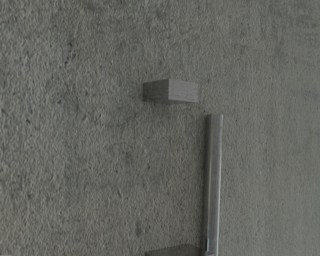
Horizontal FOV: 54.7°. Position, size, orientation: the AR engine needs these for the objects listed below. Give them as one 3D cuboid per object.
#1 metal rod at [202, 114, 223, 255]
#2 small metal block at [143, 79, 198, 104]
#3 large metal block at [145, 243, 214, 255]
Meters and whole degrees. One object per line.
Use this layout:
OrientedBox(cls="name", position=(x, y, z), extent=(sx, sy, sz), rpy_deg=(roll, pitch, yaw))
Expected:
OrientedBox(cls="metal rod", position=(0.078, 0.129, 0.473), extent=(0.025, 0.025, 0.298), rpy_deg=(4, 87, -40))
OrientedBox(cls="small metal block", position=(0.013, -0.046, 0.402), extent=(0.050, 0.050, 0.025), rpy_deg=(2, 89, -40))
OrientedBox(cls="large metal block", position=(0.024, 0.207, 0.411), extent=(0.081, 0.050, 0.080), rpy_deg=(8, 85, -40))
